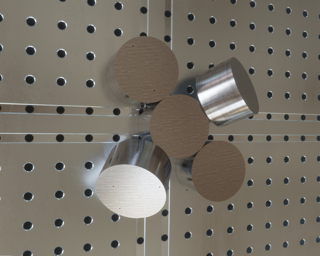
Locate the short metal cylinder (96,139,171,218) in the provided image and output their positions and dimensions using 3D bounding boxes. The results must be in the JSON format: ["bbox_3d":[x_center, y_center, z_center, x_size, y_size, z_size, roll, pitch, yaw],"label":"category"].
[{"bbox_3d":[-0.029,0.060,0.367,0.080,0.050,0.079,4,121,7],"label":"short metal cylinder"}]

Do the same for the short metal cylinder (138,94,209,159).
[{"bbox_3d":[0.017,-0.002,0.406,0.081,0.050,0.079,0,90,-21],"label":"short metal cylinder"}]

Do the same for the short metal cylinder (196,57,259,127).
[{"bbox_3d":[0.091,-0.047,0.412,0.080,0.050,0.080,36,42,-41],"label":"short metal cylinder"}]

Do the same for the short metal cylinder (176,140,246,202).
[{"bbox_3d":[0.069,0.056,0.426,0.081,0.050,0.079,0,90,-21],"label":"short metal cylinder"}]

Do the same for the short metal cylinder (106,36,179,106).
[{"bbox_3d":[-0.023,-0.070,0.391,0.081,0.050,0.079,0,90,-21],"label":"short metal cylinder"}]
